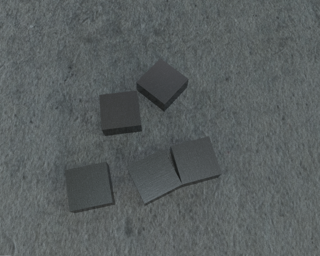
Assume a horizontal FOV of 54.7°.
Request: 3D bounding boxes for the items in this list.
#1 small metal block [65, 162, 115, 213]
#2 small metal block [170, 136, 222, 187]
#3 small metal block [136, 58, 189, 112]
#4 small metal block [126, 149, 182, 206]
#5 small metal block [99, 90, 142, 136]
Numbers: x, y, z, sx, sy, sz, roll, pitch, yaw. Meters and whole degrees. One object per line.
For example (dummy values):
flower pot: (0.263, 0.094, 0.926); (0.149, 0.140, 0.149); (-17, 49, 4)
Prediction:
small metal block: (-0.085, 0.073, 0.380); (0.050, 0.025, 0.050); (-11, 71, -5)
small metal block: (0.044, 0.043, 0.393); (0.050, 0.025, 0.050); (-14, 71, -6)
small metal block: (0.003, -0.060, 0.430); (0.050, 0.025, 0.050); (39, 74, 12)
small metal block: (-0.007, 0.061, 0.386); (0.050, 0.025, 0.050); (-26, 72, -9)
small metal block: (-0.052, -0.020, 0.415); (0.050, 0.025, 0.050); (-7, 70, -3)
